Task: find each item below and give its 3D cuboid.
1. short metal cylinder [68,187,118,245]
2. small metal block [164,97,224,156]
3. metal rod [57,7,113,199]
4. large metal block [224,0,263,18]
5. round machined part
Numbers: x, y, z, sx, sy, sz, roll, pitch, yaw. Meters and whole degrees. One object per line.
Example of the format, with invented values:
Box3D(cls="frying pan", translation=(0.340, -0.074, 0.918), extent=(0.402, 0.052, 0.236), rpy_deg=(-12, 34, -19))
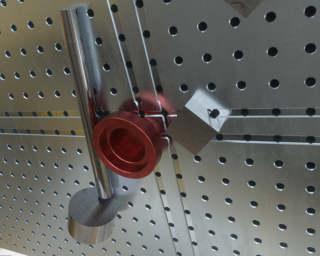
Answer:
Box3D(cls="short metal cylinder", translation=(-0.114, 0.148, 0.525), extent=(0.080, 0.080, 0.050), rpy_deg=(25, 127, 13))
Box3D(cls="small metal block", translation=(0.042, -0.001, 0.387), extent=(0.050, 0.025, 0.050), rpy_deg=(38, 129, 1))
Box3D(cls="metal rod", translation=(-0.103, -0.017, 0.452), extent=(0.025, 0.025, 0.298), rpy_deg=(9, 123, 23))
Box3D(cls="large metal block", translation=(0.083, -0.143, 0.243), extent=(0.050, 0.080, 0.080), rpy_deg=(40, 129, 1))
Box3D(cls="round machined part", translation=(-0.041, 0.019, 0.432), extent=(0.098, 0.042, 0.097), rpy_deg=(13, 124, 20))
